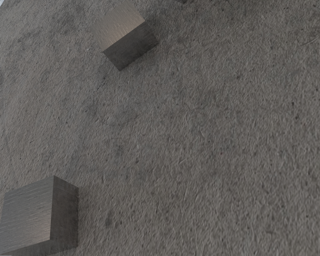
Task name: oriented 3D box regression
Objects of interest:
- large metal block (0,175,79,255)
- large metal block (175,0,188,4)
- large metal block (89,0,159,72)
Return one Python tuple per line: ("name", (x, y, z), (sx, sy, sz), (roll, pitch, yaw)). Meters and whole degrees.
("large metal block", (-0.154, 0.117, 0.397), (0.080, 0.050, 0.080), (-21, 54, 16))
("large metal block", (0.017, -0.269, 0.524), (0.050, 0.080, 0.080), (-46, 51, -3))
("large metal block", (-0.060, -0.155, 0.514), (0.080, 0.050, 0.080), (-34, 51, 5))
